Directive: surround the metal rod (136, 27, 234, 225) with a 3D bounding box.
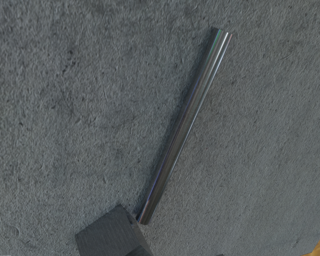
[{"bbox_3d":[0.026,0.012,0.428,0.025,0.025,0.298,8,114,-32],"label":"metal rod"}]

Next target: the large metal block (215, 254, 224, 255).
[{"bbox_3d":[0.121,0.324,0.638,0.050,0.080,0.079,-1,119,-28],"label":"large metal block"}]

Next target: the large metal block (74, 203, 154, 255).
[{"bbox_3d":[-0.065,0.170,0.441,0.080,0.080,0.050,-34,129,-6],"label":"large metal block"}]
